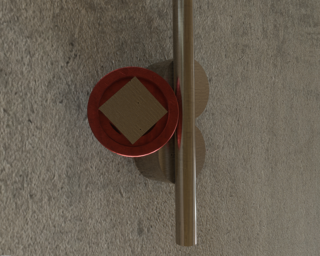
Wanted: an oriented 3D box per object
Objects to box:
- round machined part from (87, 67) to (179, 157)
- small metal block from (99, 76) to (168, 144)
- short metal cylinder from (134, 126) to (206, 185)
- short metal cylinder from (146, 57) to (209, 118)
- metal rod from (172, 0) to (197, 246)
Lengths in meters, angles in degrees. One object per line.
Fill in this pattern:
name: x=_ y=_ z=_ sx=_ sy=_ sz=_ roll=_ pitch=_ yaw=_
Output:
round machined part: x=-0.031 y=-0.017 z=0.352 sx=0.099 sy=0.042 sz=0.097 roll=0 pitch=88 yaw=-11
small metal block: x=-0.029 y=-0.018 z=0.329 sx=0.050 sy=0.025 sz=0.050 roll=-44 pitch=96 yaw=-10
short metal cylinder: x=0.013 y=0.031 z=0.400 sx=0.081 sy=0.050 sz=0.080 roll=1 pitch=89 yaw=-40
short metal cylinder: x=0.019 y=-0.050 z=0.406 sx=0.081 sy=0.050 sz=0.079 roll=0 pitch=90 yaw=-40
metal rod: x=0.029 y=-0.014 z=0.366 sx=0.025 sy=0.025 sz=0.298 roll=-1 pitch=91 yaw=-40
